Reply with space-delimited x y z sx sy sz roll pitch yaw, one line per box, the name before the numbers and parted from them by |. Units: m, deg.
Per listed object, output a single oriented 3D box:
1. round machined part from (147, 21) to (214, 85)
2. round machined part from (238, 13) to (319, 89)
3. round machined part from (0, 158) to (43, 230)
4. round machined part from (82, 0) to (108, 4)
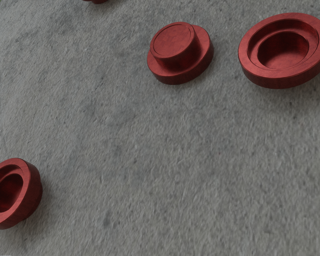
round machined part | 0.025 -0.114 0.449 0.098 0.042 0.098 -13 56 20
round machined part | 0.147 -0.086 0.369 0.098 0.042 0.098 -13 56 20
round machined part | -0.209 0.095 0.442 0.098 0.042 0.098 -13 56 20
round machined part | -0.124 -0.295 0.637 0.098 0.042 0.098 -13 56 20
